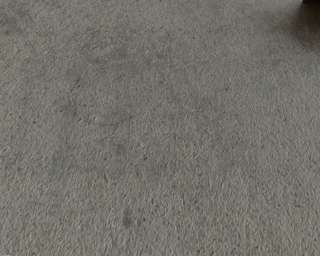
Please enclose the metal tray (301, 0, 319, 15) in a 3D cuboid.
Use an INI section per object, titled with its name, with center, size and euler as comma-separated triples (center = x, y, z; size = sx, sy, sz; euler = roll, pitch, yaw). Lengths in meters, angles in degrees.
[metal tray]
center = 0.350, -0.255, 0.593
size = 0.130, 0.090, 0.030
euler = 35, 60, 27
